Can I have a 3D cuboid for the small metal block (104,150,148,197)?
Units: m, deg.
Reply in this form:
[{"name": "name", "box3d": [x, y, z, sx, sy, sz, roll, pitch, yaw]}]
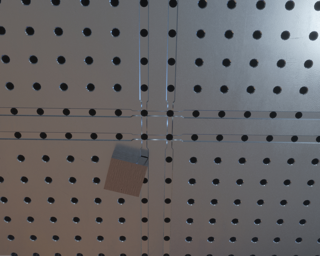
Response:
[{"name": "small metal block", "box3d": [-0.047, 0.064, 0.437, 0.050, 0.025, 0.050, 14, 109, -6]}]
